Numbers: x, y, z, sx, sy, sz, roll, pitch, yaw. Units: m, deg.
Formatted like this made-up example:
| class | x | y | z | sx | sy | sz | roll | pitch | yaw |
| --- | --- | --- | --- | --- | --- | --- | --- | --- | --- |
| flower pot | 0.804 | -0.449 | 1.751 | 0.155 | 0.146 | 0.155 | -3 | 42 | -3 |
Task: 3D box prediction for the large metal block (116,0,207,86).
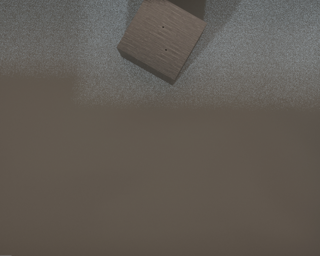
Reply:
| class | x | y | z | sx | sy | sz | roll | pitch | yaw |
| --- | --- | --- | --- | --- | --- | --- | --- | --- | --- |
| large metal block | 0.002 | -0.112 | 0.399 | 0.080 | 0.050 | 0.080 | 30 | 90 | -1 |
